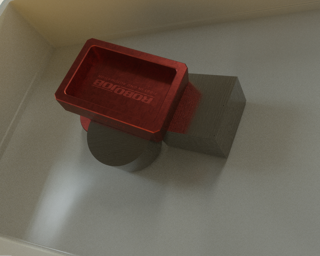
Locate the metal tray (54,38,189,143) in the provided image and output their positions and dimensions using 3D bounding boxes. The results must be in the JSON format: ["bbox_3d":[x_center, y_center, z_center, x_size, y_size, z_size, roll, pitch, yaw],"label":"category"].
[{"bbox_3d":[-0.043,-0.047,0.360,0.130,0.030,0.090,19,70,14],"label":"metal tray"}]

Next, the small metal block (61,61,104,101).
[{"bbox_3d":[-0.096,-0.055,0.416,0.025,0.050,0.050,13,68,33],"label":"small metal block"}]

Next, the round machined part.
[{"bbox_3d":[-0.076,-0.034,0.452,0.098,0.042,0.098,-13,56,20],"label":"round machined part"}]

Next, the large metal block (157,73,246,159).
[{"bbox_3d":[0.048,-0.017,0.370,0.080,0.050,0.080,10,67,32],"label":"large metal block"}]

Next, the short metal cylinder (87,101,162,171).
[{"bbox_3d":[-0.043,0.012,0.386,0.080,0.050,0.080,-4,74,15],"label":"short metal cylinder"}]
